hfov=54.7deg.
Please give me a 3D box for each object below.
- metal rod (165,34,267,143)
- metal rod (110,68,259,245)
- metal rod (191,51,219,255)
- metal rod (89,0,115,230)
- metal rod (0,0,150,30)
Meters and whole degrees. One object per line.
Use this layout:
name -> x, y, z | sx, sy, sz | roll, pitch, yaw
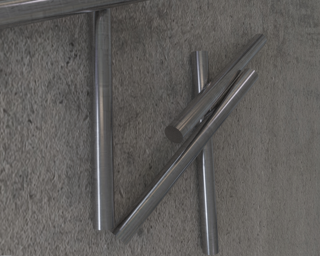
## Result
metal rod -> 0.097, -0.074, 0.458 | 0.302, 0.025, 0.025 | -45, 118, -40
metal rod -> 0.045, 0.024, 0.417 | 0.301, 0.025, 0.025 | -48, 119, -20
metal rod -> 0.067, 0.038, 0.460 | 0.025, 0.025, 0.298 | -6, 94, -40
metal rod -> -0.066, -0.038, 0.349 | 0.025, 0.025, 0.298 | -2, 91, -40
metal rod -> -0.081, -0.127, 0.309 | 0.302, 0.025, 0.025 | -24, 106, -29
